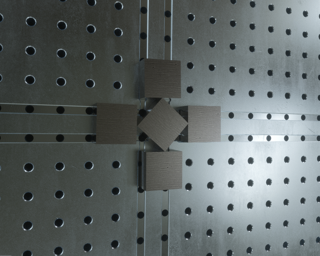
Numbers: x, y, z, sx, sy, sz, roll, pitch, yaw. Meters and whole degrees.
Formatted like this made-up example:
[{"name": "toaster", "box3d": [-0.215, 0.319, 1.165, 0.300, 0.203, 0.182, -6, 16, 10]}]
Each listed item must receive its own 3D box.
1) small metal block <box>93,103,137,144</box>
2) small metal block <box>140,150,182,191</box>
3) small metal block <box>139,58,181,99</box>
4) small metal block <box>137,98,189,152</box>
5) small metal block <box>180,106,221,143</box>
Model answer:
[{"name": "small metal block", "box3d": [-0.057, -0.005, 0.392, 0.050, 0.025, 0.050, 1, 90, -21]}, {"name": "small metal block", "box3d": [0.002, 0.056, 0.414, 0.050, 0.025, 0.050, 0, 90, -21]}, {"name": "small metal block", "box3d": [0.000, -0.064, 0.413, 0.050, 0.025, 0.050, -1, 90, -21]}, {"name": "small metal block", "box3d": [0.001, -0.004, 0.413, 0.050, 0.025, 0.050, 44, 76, -15]}, {"name": "small metal block", "box3d": [0.057, -0.006, 0.435, 0.050, 0.025, 0.050, 0, 90, -21]}]
